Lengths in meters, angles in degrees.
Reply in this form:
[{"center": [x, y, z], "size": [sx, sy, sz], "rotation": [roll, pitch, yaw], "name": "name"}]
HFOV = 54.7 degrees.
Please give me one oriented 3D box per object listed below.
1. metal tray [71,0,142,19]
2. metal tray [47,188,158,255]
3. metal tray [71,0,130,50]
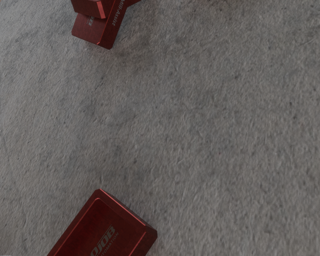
[{"center": [-0.084, -0.243, 0.560], "size": [0.090, 0.030, 0.131], "rotation": [27, 54, 37], "name": "metal tray"}, {"center": [-0.075, 0.146, 0.348], "size": [0.090, 0.030, 0.130], "rotation": [28, 76, 37], "name": "metal tray"}, {"center": [-0.102, -0.215, 0.552], "size": [0.090, 0.030, 0.129], "rotation": [29, 100, 37], "name": "metal tray"}]
